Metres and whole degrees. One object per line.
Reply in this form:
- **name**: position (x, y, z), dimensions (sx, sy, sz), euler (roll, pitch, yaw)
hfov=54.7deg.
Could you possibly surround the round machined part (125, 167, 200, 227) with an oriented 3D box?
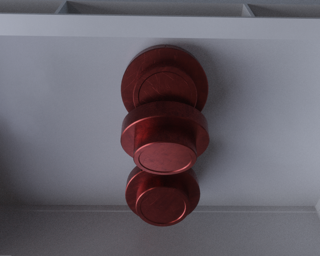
- **round machined part**: position (0.004, 0.090, 0.405), dimensions (0.099, 0.042, 0.097), euler (0, 119, 0)

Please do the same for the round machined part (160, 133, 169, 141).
- **round machined part**: position (0.002, 0.018, 0.411), dimensions (0.099, 0.042, 0.097), euler (0, 129, 0)

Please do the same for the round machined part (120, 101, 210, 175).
- **round machined part**: position (0.005, 0.018, 0.344), dimensions (0.099, 0.042, 0.097), euler (0, 143, 0)

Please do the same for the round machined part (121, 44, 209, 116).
- **round machined part**: position (0.005, -0.041, 0.347), dimensions (0.099, 0.042, 0.097), euler (0, 114, -1)

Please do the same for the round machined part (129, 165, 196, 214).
- **round machined part**: position (0.004, 0.096, 0.460), dimensions (0.099, 0.042, 0.098), euler (0, 145, 0)
